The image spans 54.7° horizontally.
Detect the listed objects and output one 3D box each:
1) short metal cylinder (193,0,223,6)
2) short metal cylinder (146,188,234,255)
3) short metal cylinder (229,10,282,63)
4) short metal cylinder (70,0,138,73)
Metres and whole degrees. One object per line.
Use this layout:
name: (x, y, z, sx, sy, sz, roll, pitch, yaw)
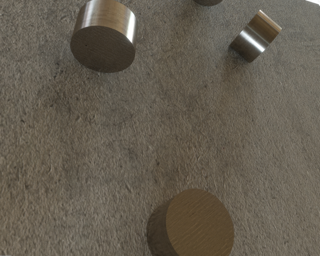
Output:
short metal cylinder: (0.096, -0.283, 0.593, 0.080, 0.080, 0.050, 31, 52, -9)
short metal cylinder: (0.032, 0.112, 0.336, 0.081, 0.050, 0.080, 14, 56, -21)
short metal cylinder: (0.172, -0.165, 0.561, 0.050, 0.080, 0.080, 41, 51, -1)
short metal cylinder: (-0.071, -0.117, 0.402, 0.081, 0.080, 0.050, 15, 56, -20)
